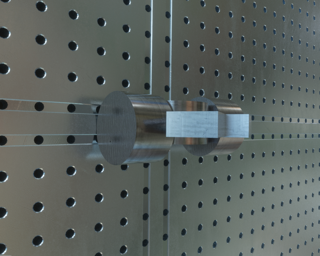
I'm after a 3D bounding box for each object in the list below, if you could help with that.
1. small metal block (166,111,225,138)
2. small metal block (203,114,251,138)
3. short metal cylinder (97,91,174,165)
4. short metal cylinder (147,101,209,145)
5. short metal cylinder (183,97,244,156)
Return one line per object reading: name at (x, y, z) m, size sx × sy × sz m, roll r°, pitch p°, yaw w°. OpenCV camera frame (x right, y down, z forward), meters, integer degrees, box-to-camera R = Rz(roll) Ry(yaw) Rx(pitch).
small metal block at (0.038, -0.003, 0.319) m, size 0.050 × 0.050 × 0.025 m, roll 1°, pitch 90°, yaw -72°
small metal block at (0.078, -0.002, 0.359) m, size 0.050 × 0.050 × 0.025 m, roll 1°, pitch 90°, yaw -71°
short metal cylinder at (-0.029, 0.000, 0.348) m, size 0.050 × 0.080 × 0.080 m, roll 1°, pitch 89°, yaw -40°
short metal cylinder at (0.021, -0.006, 0.391) m, size 0.081 × 0.080 × 0.050 m, roll 1°, pitch 89°, yaw -40°
short metal cylinder at (0.071, -0.002, 0.432) m, size 0.050 × 0.080 × 0.080 m, roll 1°, pitch 90°, yaw -39°
